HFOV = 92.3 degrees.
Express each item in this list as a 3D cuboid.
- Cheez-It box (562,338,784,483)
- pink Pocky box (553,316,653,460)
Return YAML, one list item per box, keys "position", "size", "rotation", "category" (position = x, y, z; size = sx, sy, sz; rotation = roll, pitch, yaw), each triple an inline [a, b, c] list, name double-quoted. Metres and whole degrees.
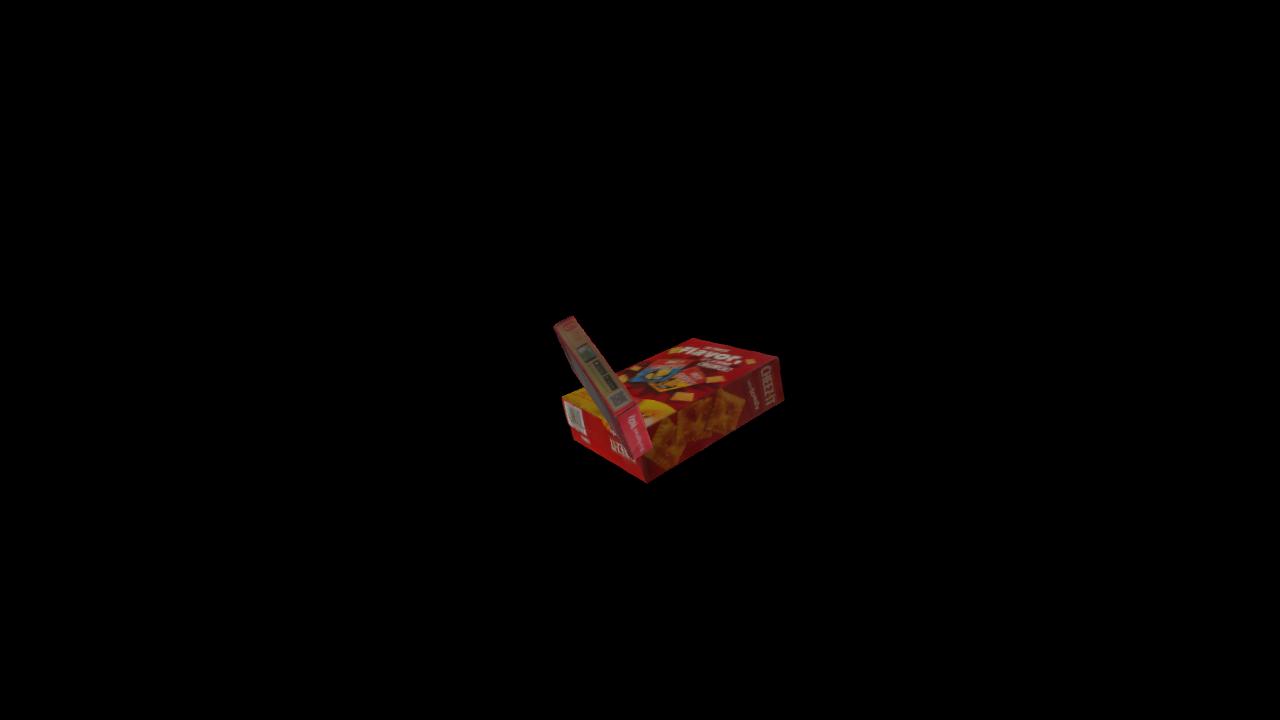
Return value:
- position: [0.041, 0.049, 0.760]
  size: [0.223, 0.071, 0.166]
  rotation: [-25, 24, -29]
  category: "Cheez-It box"
- position: [-0.041, 0.028, 0.661]
  size: [0.029, 0.084, 0.155]
  rotation: [-30, 50, -10]
  category: "pink Pocky box"
